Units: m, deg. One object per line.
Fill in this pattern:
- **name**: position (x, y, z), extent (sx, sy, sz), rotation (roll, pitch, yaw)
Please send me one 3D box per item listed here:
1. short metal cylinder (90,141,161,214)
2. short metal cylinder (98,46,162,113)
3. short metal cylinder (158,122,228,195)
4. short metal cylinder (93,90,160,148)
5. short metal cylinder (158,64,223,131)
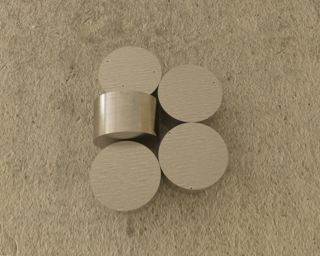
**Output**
- **short metal cylinder**: position (-0.039, 0.061, 0.373), extent (0.080, 0.050, 0.080), rotation (0, 70, 1)
- **short metal cylinder**: position (-0.038, -0.062, 0.418), extent (0.080, 0.050, 0.080), rotation (0, 70, 1)
- **short metal cylinder**: position (0.039, 0.039, 0.381), extent (0.080, 0.050, 0.080), rotation (0, 70, 1)
- **short metal cylinder**: position (-0.041, -0.006, 0.382), extent (0.081, 0.080, 0.050), rotation (-3, 70, -1)
- **short metal cylinder**: position (0.038, -0.036, 0.409), extent (0.081, 0.050, 0.080), rotation (0, 71, 0)
